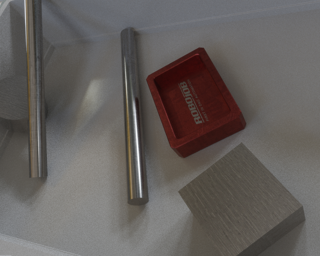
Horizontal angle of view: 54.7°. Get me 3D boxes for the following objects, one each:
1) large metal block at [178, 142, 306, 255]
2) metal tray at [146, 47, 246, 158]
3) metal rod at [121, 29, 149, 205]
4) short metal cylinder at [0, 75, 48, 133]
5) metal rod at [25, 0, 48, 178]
[{"bbox_3d":[0.078,0.075,0.302,0.080,0.050,0.080,-38,51,2],"label":"large metal block"},{"bbox_3d":[0.042,-0.037,0.401,0.090,0.030,0.130,-27,52,10],"label":"metal tray"},{"bbox_3d":[-0.040,-0.037,0.447,0.025,0.025,0.299,-19,54,17],"label":"metal rod"},{"bbox_3d":[-0.229,-0.039,0.507,0.081,0.050,0.080,5,65,-10],"label":"short metal cylinder"},{"bbox_3d":[-0.191,-0.075,0.476,0.025,0.025,0.298,-8,81,23],"label":"metal rod"}]
